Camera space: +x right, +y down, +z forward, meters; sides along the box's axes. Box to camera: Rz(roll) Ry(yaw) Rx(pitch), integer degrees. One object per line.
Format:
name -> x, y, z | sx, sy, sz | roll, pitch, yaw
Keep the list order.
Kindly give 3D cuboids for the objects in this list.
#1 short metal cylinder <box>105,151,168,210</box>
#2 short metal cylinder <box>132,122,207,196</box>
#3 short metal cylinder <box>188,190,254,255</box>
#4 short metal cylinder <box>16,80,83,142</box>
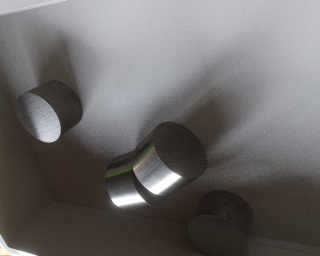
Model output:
short metal cylinder -> -0.028, 0.071, 0.432 | 0.050, 0.080, 0.080 | -21, 107, 36
short metal cylinder -> 0.012, 0.039, 0.391 | 0.080, 0.080, 0.050 | 43, 129, -2
short metal cylinder -> 0.085, 0.134, 0.431 | 0.080, 0.050, 0.079 | 13, 124, 21
short metal cylinder -> -0.165, -0.025, 0.464 | 0.080, 0.050, 0.079 | 13, 124, 21
